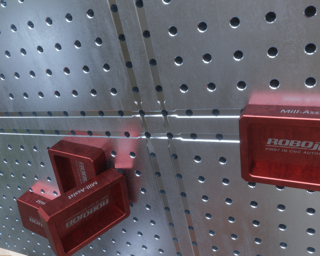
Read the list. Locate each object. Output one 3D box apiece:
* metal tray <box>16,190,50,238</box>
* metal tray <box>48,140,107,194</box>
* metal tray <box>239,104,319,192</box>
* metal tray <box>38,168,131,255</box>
[{"bbox_3d":[-0.231,0.191,0.645,0.130,0.030,0.089,17,125,18],"label":"metal tray"},{"bbox_3d":[-0.133,0.089,0.530,0.090,0.030,0.129,9,123,22],"label":"metal tray"},{"bbox_3d":[0.156,0.023,0.339,0.130,0.030,0.089,4,121,25],"label":"metal tray"},{"bbox_3d":[-0.110,0.130,0.478,0.030,0.131,0.089,26,131,41],"label":"metal tray"}]
